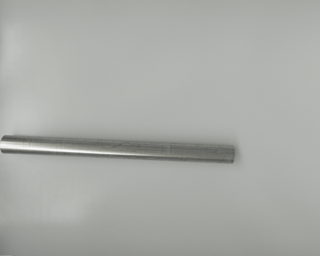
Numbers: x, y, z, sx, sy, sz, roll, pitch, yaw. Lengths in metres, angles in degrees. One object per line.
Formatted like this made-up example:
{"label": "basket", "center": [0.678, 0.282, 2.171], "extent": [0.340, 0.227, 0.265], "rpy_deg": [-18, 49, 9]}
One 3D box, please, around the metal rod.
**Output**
{"label": "metal rod", "center": [-0.054, 0.028, 0.411], "extent": [0.302, 0.025, 0.025], "rpy_deg": [3, 90, 0]}
